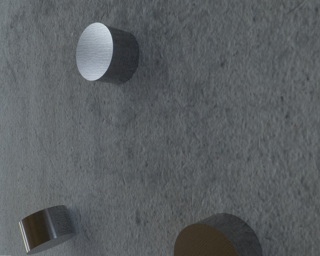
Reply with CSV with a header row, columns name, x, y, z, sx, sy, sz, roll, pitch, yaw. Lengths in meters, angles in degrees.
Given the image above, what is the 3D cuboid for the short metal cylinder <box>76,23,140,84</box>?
name,x,y,z,sx,sy,sz,roll,pitch,yaw
short metal cylinder,-0.076,-0.106,0.449,0.080,0.050,0.079,0,90,39

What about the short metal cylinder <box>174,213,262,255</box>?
name,x,y,z,sx,sy,sz,roll,pitch,yaw
short metal cylinder,0.062,0.138,0.336,0.080,0.050,0.079,0,90,39

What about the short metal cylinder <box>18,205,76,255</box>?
name,x,y,z,sx,sy,sz,roll,pitch,yaw
short metal cylinder,-0.190,0.171,0.522,0.080,0.081,0.050,-40,66,32
